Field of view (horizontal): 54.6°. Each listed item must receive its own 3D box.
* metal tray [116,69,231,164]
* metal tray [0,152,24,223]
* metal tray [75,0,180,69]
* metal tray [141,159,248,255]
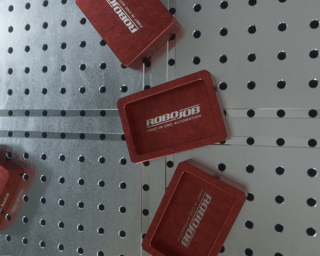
[{"bbox_3d":[0.016,-0.012,0.404,0.130,0.030,0.090,-16,85,19],"label":"metal tray"},{"bbox_3d":[-0.291,0.103,0.513,0.090,0.030,0.129,31,100,17],"label":"metal tray"},{"bbox_3d":[-0.046,-0.158,0.427,0.090,0.030,0.130,-40,77,15],"label":"metal tray"},{"bbox_3d":[0.043,0.117,0.394,0.090,0.030,0.129,27,99,18],"label":"metal tray"}]
